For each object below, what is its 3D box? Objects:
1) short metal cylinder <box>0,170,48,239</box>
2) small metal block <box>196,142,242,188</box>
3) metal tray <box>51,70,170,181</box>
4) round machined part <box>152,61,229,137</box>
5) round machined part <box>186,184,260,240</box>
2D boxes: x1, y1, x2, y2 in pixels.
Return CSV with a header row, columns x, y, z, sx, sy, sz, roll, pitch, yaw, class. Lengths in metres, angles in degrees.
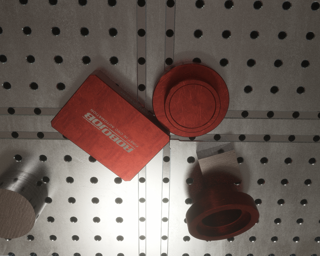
x,y,z,sx,sy,sz,roll,pitch,yaw,class
-0.207,0.107,0.437,0.081,0.050,0.079,0,110,-1,short metal cylinder
0.083,0.054,0.435,0.050,0.025,0.050,-16,110,5,small metal block
-0.063,-0.001,0.410,0.130,0.030,0.090,40,105,-14,metal tray
0.039,-0.033,0.393,0.099,0.042,0.097,0,110,-1,round machined part
0.084,0.116,0.436,0.099,0.042,0.097,-6,135,-5,round machined part
